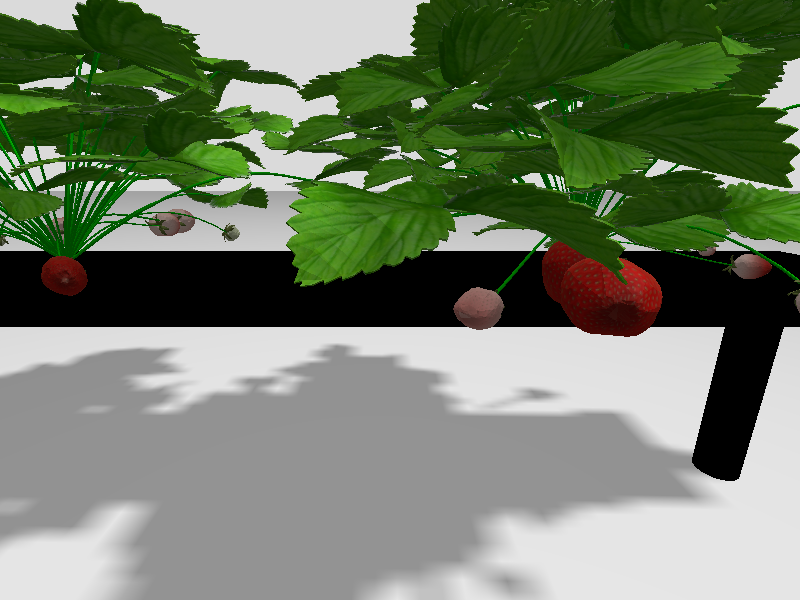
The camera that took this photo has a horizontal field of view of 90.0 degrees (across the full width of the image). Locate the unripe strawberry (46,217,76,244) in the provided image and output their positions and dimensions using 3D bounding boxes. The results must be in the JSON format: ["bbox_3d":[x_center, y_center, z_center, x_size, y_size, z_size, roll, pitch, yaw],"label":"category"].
[{"bbox_3d":[-0.366,-0.075,0.441,0.035,0.031,0.032,-12,20,-35],"label":"unripe strawberry"}]

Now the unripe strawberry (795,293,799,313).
[{"bbox_3d":[0.221,0.002,0.203,0.024,0.025,0.026,-7,35,-22],"label":"unripe strawberry"}]

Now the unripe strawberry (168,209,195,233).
[{"bbox_3d":[-0.300,-0.109,0.551,0.036,0.033,0.033,0,16,-1],"label":"unripe strawberry"}]

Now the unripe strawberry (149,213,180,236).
[{"bbox_3d":[-0.300,-0.098,0.513,0.036,0.031,0.036,0,16,-1],"label":"unripe strawberry"}]

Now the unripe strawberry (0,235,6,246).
[{"bbox_3d":[-0.440,-0.065,0.440,0.012,0.013,0.011,-34,-5,35],"label":"unripe strawberry"}]

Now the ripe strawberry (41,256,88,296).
[{"bbox_3d":[-0.210,-0.015,0.251,0.022,0.025,0.024,-13,22,-37],"label":"ripe strawberry"}]

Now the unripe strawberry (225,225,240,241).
[{"bbox_3d":[-0.200,-0.080,0.478,0.016,0.018,0.018,12,7,34],"label":"unripe strawberry"}]

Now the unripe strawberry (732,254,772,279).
[{"bbox_3d":[0.258,-0.024,0.293,0.022,0.019,0.022,11,20,30],"label":"unripe strawberry"}]

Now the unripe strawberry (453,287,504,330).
[{"bbox_3d":[0.037,0.005,0.193,0.024,0.021,0.022,12,21,33],"label":"unripe strawberry"}]

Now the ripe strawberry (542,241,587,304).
[{"bbox_3d":[0.102,-0.015,0.227,0.042,0.044,0.046,7,19,21],"label":"ripe strawberry"}]

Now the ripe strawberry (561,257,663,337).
[{"bbox_3d":[0.096,-0.001,0.183,0.043,0.037,0.043,6,18,18],"label":"ripe strawberry"}]
